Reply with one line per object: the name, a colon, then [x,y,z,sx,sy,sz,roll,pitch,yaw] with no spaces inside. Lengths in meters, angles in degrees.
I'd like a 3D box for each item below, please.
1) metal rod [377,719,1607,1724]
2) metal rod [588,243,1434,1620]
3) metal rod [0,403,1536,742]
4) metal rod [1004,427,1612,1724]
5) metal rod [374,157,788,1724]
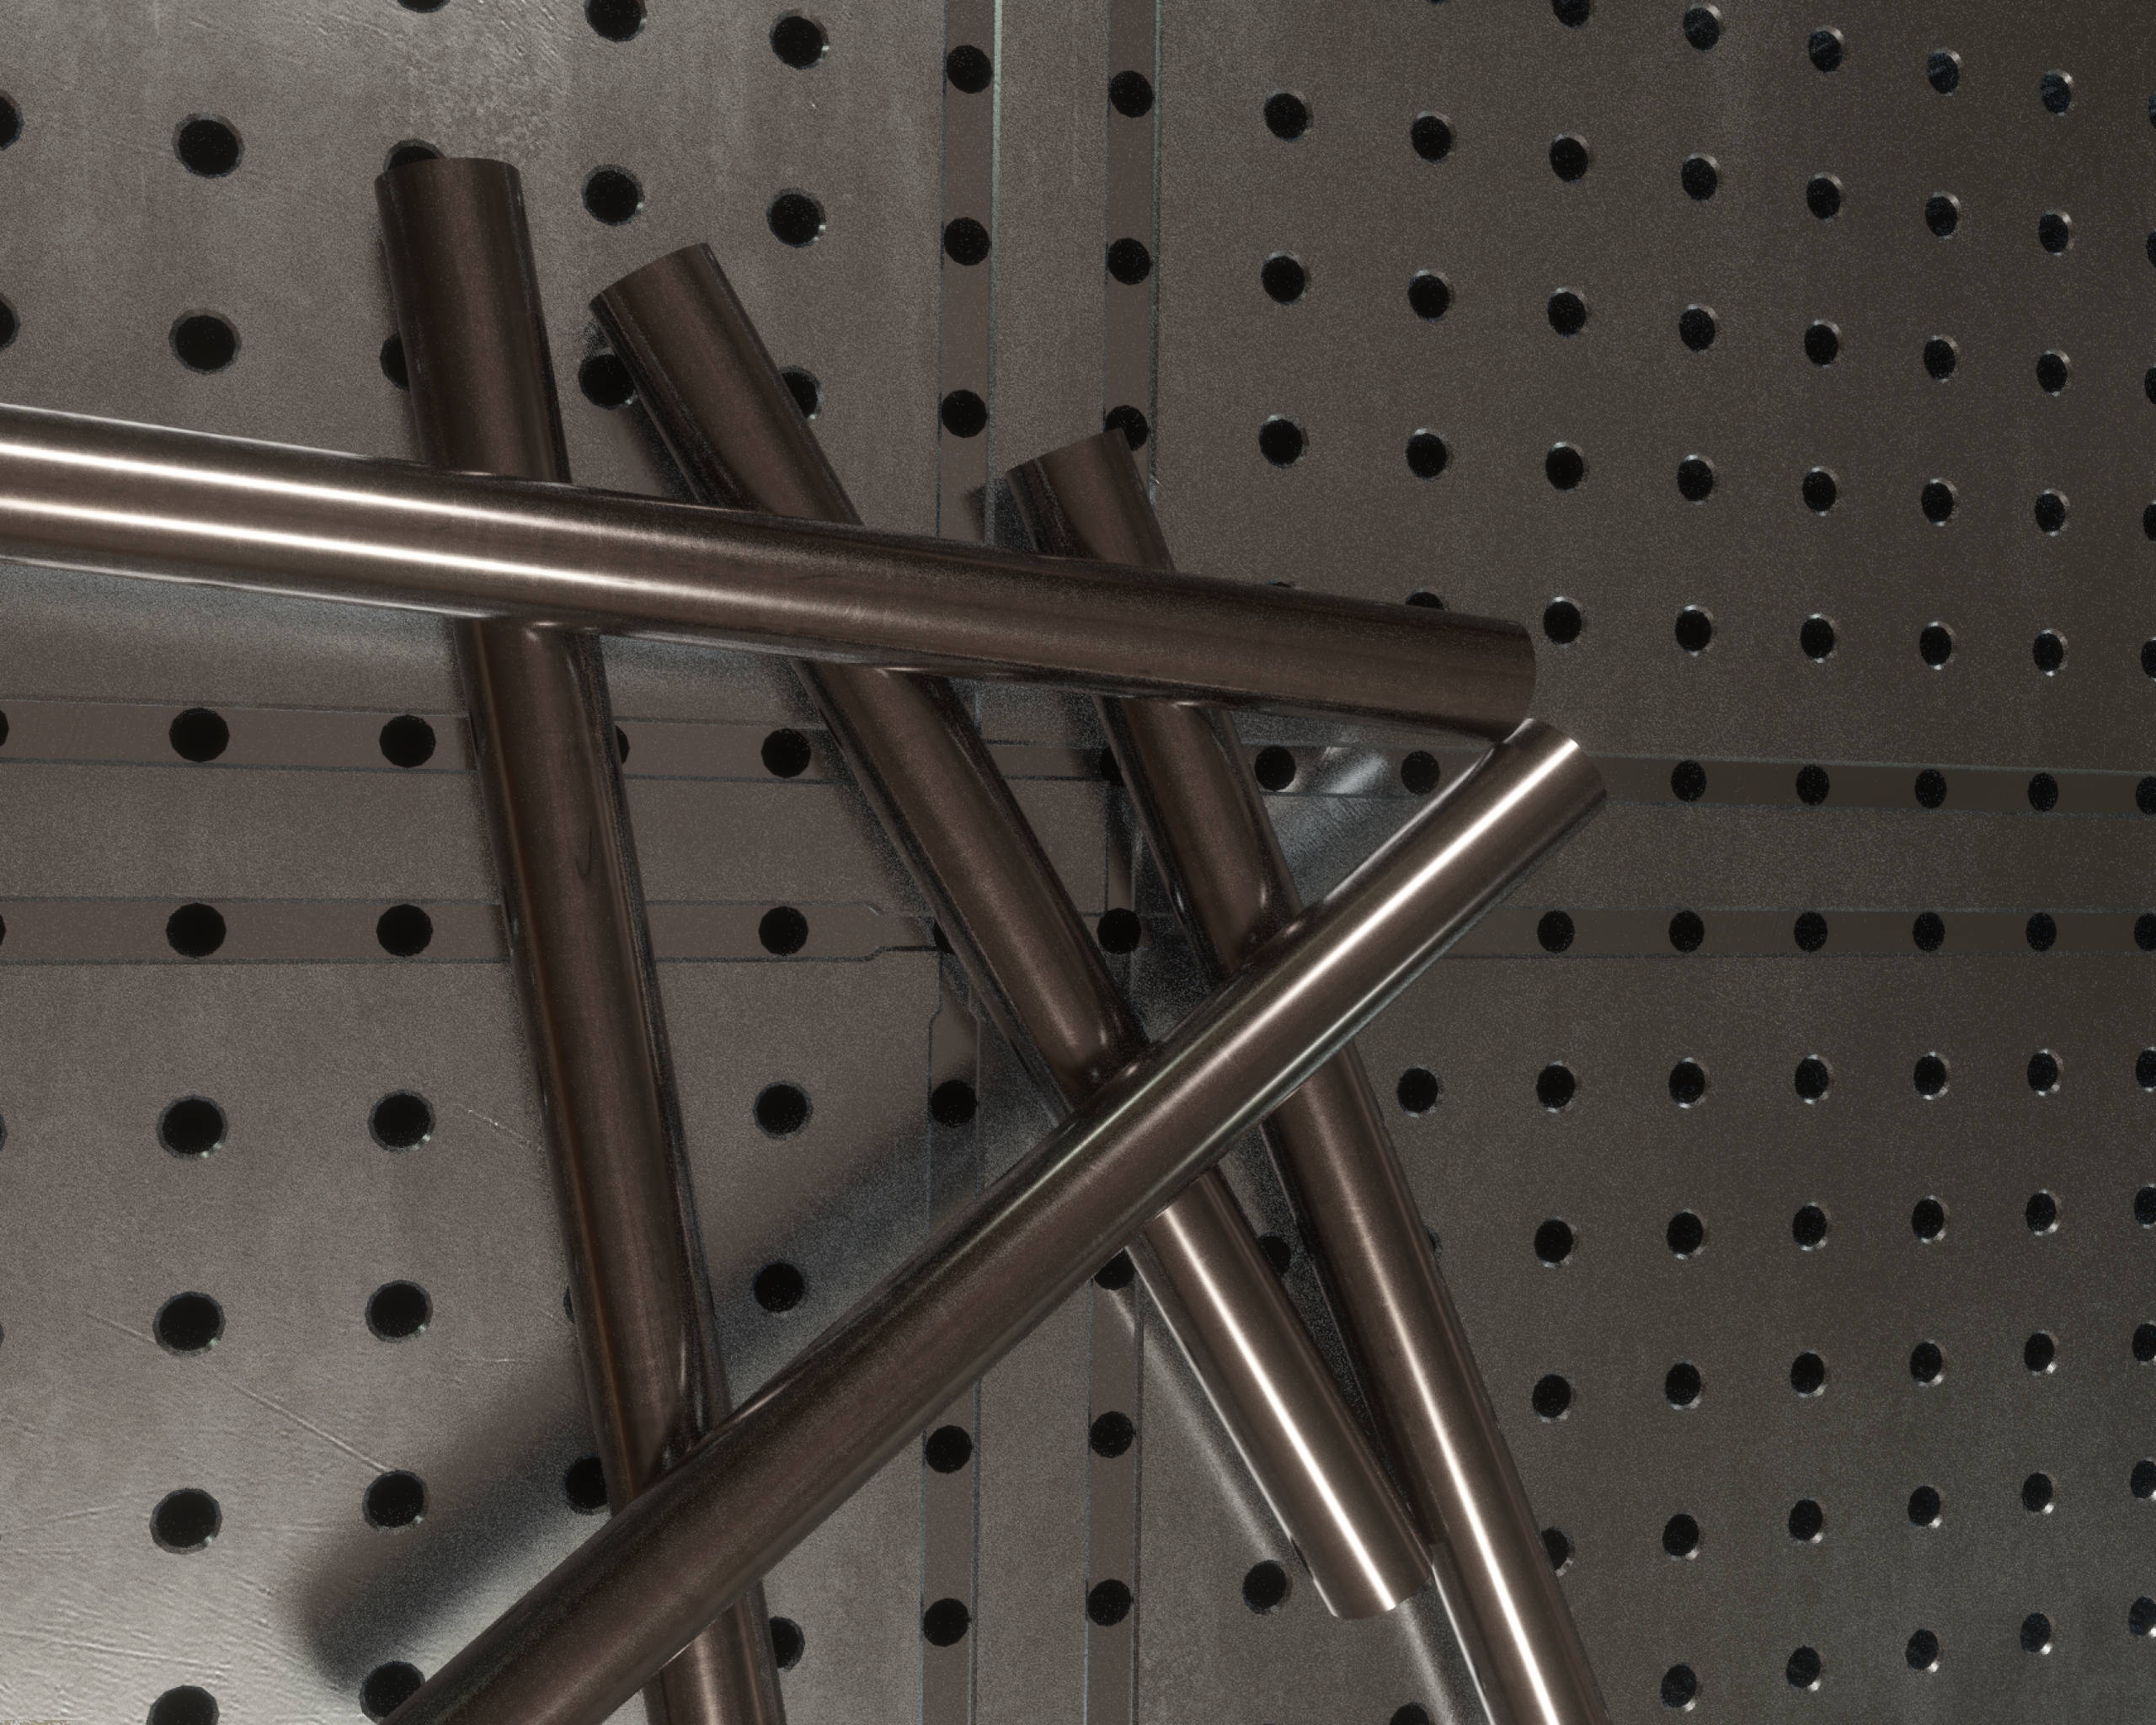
metal rod: [-0.013,0.074,0.382,0.301,0.025,0.025,-40,103,-16]
metal rod: [-0.008,0.021,0.410,0.025,0.025,0.299,-32,101,-17]
metal rod: [-0.056,-0.049,0.366,0.302,0.025,0.025,5,88,-20]
metal rod: [0.051,0.056,0.433,0.025,0.025,0.298,-24,98,-19]
metal rod: [-0.089,0.025,0.380,0.025,0.025,0.298,-10,94,-20]
